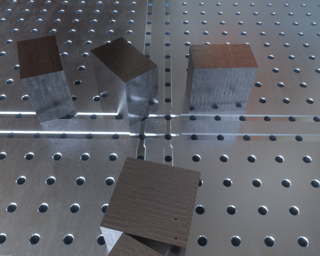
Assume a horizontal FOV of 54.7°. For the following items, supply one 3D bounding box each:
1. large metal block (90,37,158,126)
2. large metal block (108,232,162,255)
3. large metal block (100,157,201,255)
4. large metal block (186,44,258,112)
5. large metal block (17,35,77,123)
[{"bbox_3d":[-0.047,-0.063,0.425,0.050,0.080,0.080,-32,57,-24],"label":"large metal block"},{"bbox_3d":[-0.019,0.152,0.264,0.080,0.050,0.080,24,54,18],"label":"large metal block"},{"bbox_3d":[-0.006,0.084,0.321,0.080,0.050,0.080,11,51,9],"label":"large metal block"},{"bbox_3d":[0.081,-0.068,0.430,0.081,0.080,0.050,-2,50,-2],"label":"large metal block"},{"bbox_3d":[-0.155,-0.068,0.427,0.050,0.080,0.080,-15,52,-12],"label":"large metal block"}]
